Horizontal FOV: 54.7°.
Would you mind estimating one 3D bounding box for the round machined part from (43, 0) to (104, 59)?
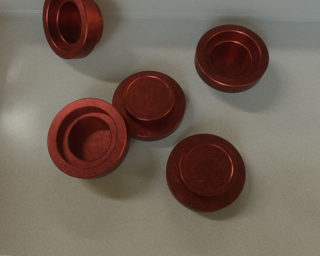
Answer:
[{"bbox_3d":[-0.117,-0.147,0.434,0.042,0.097,0.098,-20,66,-49],"label":"round machined part"}]

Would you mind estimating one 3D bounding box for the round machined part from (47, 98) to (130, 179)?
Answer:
[{"bbox_3d":[-0.085,0.015,0.388,0.099,0.042,0.098,-2,77,8],"label":"round machined part"}]

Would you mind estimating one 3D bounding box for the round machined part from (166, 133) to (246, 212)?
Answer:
[{"bbox_3d":[0.057,0.053,0.382,0.099,0.042,0.098,0,70,-1],"label":"round machined part"}]

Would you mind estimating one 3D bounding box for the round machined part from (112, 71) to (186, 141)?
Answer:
[{"bbox_3d":[-0.015,-0.034,0.413,0.099,0.042,0.098,0,70,-1],"label":"round machined part"}]

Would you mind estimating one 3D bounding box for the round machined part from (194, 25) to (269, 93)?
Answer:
[{"bbox_3d":[0.097,-0.092,0.436,0.099,0.042,0.098,0,70,-1],"label":"round machined part"}]
